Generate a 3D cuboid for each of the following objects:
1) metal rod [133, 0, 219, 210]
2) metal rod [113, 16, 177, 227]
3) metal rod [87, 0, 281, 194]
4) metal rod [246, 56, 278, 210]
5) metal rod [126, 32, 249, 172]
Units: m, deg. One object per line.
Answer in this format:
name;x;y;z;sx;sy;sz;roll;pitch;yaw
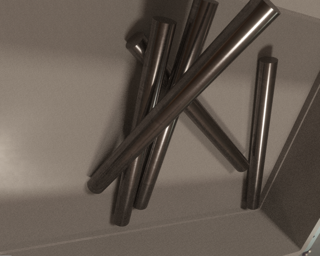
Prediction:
metal rod;0.008;-0.007;0.384;0.025;0.025;0.298;-2;127;-28
metal rod;-0.027;0.015;0.385;0.025;0.025;0.298;-4;126;-27
metal rod;0.000;-0.010;0.327;0.025;0.025;0.299;15;135;-35
metal rod;0.166;0.027;0.518;0.025;0.025;0.298;-19;126;-18
metal rod;0.056;-0.016;0.431;0.025;0.025;0.300;-45;130;2
